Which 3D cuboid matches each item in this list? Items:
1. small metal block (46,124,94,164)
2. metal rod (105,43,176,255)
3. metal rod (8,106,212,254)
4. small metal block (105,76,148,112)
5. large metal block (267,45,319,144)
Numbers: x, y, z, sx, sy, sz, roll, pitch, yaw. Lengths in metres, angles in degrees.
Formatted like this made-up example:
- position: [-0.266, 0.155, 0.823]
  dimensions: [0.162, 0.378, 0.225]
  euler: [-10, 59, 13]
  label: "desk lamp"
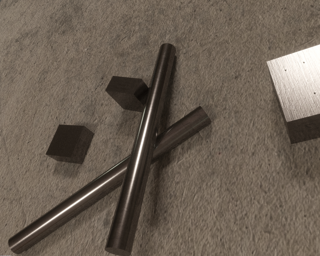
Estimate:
- position: [-0.132, 0.023, 0.457]
  dimensions: [0.050, 0.025, 0.050]
  euler: [3, 63, 29]
  label: "small metal block"
- position: [-0.014, -0.001, 0.380]
  dimensions: [0.025, 0.025, 0.300]
  euler: [-7, 49, 24]
  label: "metal rod"
- position: [-0.066, 0.068, 0.395]
  dimensions: [0.300, 0.025, 0.025]
  euler: [-35, 52, 4]
  label: "metal rod"
- position: [-0.039, -0.047, 0.436]
  dimensions: [0.050, 0.050, 0.025]
  euler: [11, 68, 32]
  label: "small metal block"
- position: [0.166, -0.038, 0.324]
  dimensions: [0.080, 0.050, 0.080]
  euler: [-16, 55, 18]
  label: "large metal block"
